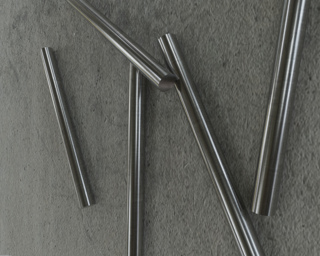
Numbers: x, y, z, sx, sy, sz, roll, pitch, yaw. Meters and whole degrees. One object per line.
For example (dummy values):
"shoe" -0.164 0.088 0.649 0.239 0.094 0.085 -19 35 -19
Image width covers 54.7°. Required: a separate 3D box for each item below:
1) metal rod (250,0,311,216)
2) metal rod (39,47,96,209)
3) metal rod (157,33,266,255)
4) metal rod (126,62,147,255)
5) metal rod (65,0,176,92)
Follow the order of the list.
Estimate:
"metal rod" 0.123 -0.062 0.302 0.025 0.025 0.298 12 98 39
"metal rod" -0.165 -0.009 0.541 0.025 0.025 0.299 -31 71 36
"metal rod" 0.057 0.022 0.357 0.025 0.025 0.299 -31 71 36
"metal rod" -0.033 0.059 0.432 0.025 0.025 0.298 2 91 40
"metal rod" -0.075 -0.143 0.451 0.300 0.025 0.025 47 118 35
